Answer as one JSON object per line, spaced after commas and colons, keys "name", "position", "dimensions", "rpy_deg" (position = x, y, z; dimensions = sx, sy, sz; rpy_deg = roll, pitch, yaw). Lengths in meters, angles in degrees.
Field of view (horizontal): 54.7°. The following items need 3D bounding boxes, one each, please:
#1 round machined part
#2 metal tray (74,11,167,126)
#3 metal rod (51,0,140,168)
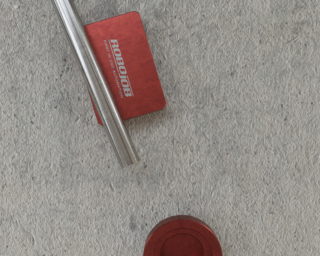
{"name": "round machined part", "position": [0.028, 0.161, 0.402], "dimensions": [0.099, 0.042, 0.097], "rpy_deg": [0, 90, 0]}
{"name": "metal tray", "position": [-0.052, -0.076, 0.407], "dimensions": [0.090, 0.030, 0.129], "rpy_deg": [-17, 90, 0]}
{"name": "metal rod", "position": [-0.093, -0.094, 0.378], "dimensions": [0.025, 0.025, 0.299], "rpy_deg": [-23, 90, 0]}
